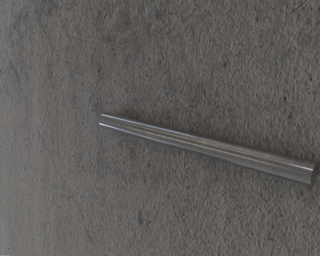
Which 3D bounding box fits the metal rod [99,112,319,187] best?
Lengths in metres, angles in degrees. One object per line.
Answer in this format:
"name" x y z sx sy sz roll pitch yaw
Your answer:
"metal rod" 0.030 0.015 0.381 0.300 0.025 0.025 14 99 39
